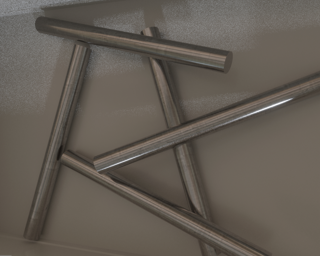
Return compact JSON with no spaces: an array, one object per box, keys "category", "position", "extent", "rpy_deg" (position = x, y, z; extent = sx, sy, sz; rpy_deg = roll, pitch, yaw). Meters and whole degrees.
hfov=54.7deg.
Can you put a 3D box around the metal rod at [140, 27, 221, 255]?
[{"category":"metal rod","position":[0.025,0.014,0.400],"extent":[0.025,0.025,0.298],"rpy_deg":[-17,84,19]}]

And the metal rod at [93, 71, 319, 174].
[{"category":"metal rod","position":[0.060,-0.006,0.367],"extent":[0.301,0.025,0.025],"rpy_deg":[-21,83,10]}]

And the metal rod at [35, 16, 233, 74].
[{"category":"metal rod","position":[-0.053,-0.115,0.406],"extent":[0.301,0.025,0.025],"rpy_deg":[19,96,26]}]

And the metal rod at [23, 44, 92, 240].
[{"category":"metal rod","position":[-0.154,0.025,0.463],"extent":[0.025,0.025,0.298],"rpy_deg":[19,96,18]}]

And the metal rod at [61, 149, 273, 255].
[{"category":"metal rod","position":[-0.011,0.094,0.394],"extent":[0.301,0.025,0.025],"rpy_deg":[22,97,25]}]
